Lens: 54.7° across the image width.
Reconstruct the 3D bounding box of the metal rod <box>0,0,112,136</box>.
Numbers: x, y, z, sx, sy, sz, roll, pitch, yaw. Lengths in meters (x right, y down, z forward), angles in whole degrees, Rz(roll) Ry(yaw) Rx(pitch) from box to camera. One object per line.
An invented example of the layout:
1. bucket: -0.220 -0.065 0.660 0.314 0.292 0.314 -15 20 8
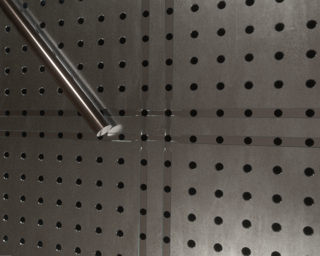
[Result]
1. metal rod: -0.172 -0.109 0.471 0.025 0.025 0.300 -43 77 15
